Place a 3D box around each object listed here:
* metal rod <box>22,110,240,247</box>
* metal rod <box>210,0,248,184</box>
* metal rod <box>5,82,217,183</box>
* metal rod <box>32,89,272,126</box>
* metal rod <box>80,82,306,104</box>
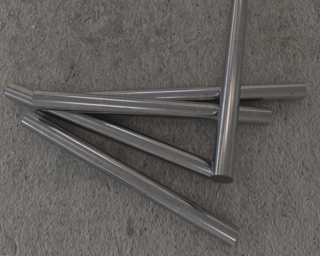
[{"bbox_3d":[-0.043,0.058,0.386,0.301,0.025,0.025,28,73,9],"label":"metal rod"},{"bbox_3d":[0.096,-0.072,0.410,0.025,0.025,0.300,11,61,4],"label":"metal rod"},{"bbox_3d":[-0.065,0.003,0.406,0.301,0.025,0.025,21,72,7],"label":"metal rod"},{"bbox_3d":[-0.006,-0.026,0.402,0.302,0.025,0.025,4,70,-5],"label":"metal rod"},{"bbox_3d":[0.045,-0.044,0.424,0.302,0.025,0.025,-3,70,-1],"label":"metal rod"}]
